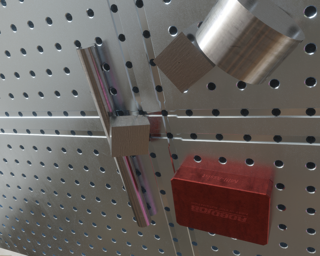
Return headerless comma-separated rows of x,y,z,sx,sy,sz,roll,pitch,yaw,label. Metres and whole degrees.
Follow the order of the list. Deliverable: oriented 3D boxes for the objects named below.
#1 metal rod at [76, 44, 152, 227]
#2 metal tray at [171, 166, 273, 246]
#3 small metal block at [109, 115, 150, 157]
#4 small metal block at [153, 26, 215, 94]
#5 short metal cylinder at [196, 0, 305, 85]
-0.061,0.027,0.458,0.025,0.025,0.298,-1,118,28,metal rod
0.084,0.105,0.428,0.130,0.030,0.089,6,121,24,metal tray
-0.042,0.011,0.422,0.050,0.025,0.050,-4,125,-14,small metal block
0.029,-0.076,0.348,0.050,0.025,0.050,47,129,-6,small metal block
0.080,-0.085,0.280,0.080,0.080,0.050,38,129,2,short metal cylinder
